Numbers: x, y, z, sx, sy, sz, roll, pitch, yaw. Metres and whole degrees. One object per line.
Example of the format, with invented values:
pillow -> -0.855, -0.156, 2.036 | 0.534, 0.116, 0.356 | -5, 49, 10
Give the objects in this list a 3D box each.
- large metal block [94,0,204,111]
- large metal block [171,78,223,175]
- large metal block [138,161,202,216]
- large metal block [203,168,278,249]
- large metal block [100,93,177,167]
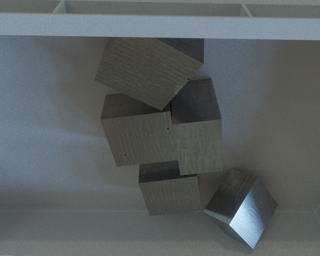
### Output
large metal block -> -0.011, -0.074, 0.320 | 0.080, 0.050, 0.080 | 23, 138, -19
large metal block -> 0.043, -0.002, 0.372 | 0.050, 0.080, 0.080 | -6, 130, 5
large metal block -> 0.017, 0.084, 0.465 | 0.080, 0.050, 0.080 | -8, 130, 6
large metal block -> 0.124, 0.122, 0.471 | 0.050, 0.080, 0.080 | 13, 151, 52
large metal block -> -0.022, 0.000, 0.392 | 0.080, 0.050, 0.080 | -7, 130, 5
